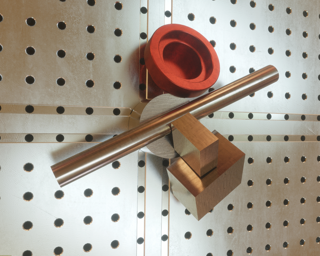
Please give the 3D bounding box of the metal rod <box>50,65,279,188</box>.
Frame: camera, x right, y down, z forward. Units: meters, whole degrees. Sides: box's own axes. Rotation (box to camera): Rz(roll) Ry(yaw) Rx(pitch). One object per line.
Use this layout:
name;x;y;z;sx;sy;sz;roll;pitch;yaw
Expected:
metal rod;0.021;-0.011;0.368;0.302;0.025;0.025;-26;99;-19

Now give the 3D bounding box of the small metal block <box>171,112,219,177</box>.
small metal block;0.039;0.019;0.350;0.025;0.050;0.050;-31;143;-18

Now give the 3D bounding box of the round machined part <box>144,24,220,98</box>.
round machined part;0.025;-0.082;0.401;0.099;0.042;0.098;11;63;-22

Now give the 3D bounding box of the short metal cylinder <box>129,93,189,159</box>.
short metal cylinder;0.005;-0.003;0.401;0.081;0.050;0.079;0;90;-21

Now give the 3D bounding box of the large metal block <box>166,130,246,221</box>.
large metal block;0.060;0.062;0.398;0.080;0.050;0.080;-37;147;-16
